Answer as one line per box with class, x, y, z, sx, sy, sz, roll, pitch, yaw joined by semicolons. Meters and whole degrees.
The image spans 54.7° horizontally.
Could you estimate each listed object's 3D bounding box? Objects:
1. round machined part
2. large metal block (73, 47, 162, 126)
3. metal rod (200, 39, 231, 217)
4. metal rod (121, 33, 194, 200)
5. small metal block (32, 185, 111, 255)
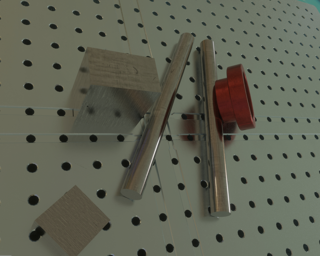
round machined part;0.112;-0.043;0.465;0.098;0.042;0.097;-12;90;-70
large metal block;-0.055;-0.045;0.372;0.081;0.080;0.050;3;60;-27
metal rod;0.079;-0.020;0.464;0.025;0.025;0.299;15;56;-20
metal rod;0.007;-0.039;0.437;0.025;0.025;0.300;28;52;-11
small metal block;-0.087;0.094;0.305;0.050;0.025;0.050;45;51;2
